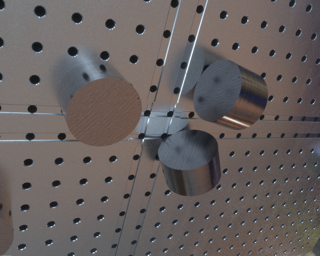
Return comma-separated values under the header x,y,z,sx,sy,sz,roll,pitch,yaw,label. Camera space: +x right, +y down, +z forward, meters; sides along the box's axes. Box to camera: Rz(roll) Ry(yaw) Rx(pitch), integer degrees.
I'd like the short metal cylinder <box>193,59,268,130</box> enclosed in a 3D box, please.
x,y,z,sx,sy,sz,roll,pitch,yaw,label
0.089,-0.041,0.398,0.050,0.080,0.080,16,110,-35,short metal cylinder

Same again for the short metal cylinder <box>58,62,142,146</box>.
x,y,z,sx,sy,sz,roll,pitch,yaw,label
-0.067,-0.027,0.342,0.081,0.050,0.079,-14,124,-21,short metal cylinder

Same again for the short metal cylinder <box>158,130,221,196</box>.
x,y,z,sx,sy,sz,roll,pitch,yaw,label
0.042,0.047,0.427,0.081,0.080,0.050,-24,127,-14,short metal cylinder

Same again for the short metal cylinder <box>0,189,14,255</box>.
x,y,z,sx,sy,sz,roll,pitch,yaw,label
-0.210,0.110,0.348,0.081,0.050,0.079,-14,124,-21,short metal cylinder
